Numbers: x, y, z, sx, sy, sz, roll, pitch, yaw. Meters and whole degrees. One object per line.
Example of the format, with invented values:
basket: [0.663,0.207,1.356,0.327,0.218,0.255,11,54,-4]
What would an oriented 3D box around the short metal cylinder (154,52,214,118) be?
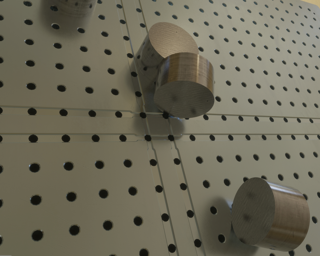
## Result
short metal cylinder: [0.034,-0.057,0.426,0.081,0.080,0.050,18,55,-18]

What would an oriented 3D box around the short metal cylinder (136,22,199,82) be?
short metal cylinder: [0.011,-0.111,0.465,0.081,0.050,0.080,14,56,-21]

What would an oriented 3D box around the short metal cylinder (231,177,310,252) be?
short metal cylinder: [0.132,0.105,0.379,0.050,0.080,0.080,18,55,-18]

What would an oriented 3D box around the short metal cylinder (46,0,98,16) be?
short metal cylinder: [-0.127,-0.212,0.453,0.081,0.050,0.080,14,56,-21]
